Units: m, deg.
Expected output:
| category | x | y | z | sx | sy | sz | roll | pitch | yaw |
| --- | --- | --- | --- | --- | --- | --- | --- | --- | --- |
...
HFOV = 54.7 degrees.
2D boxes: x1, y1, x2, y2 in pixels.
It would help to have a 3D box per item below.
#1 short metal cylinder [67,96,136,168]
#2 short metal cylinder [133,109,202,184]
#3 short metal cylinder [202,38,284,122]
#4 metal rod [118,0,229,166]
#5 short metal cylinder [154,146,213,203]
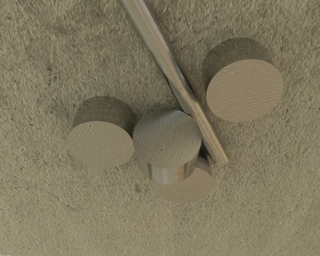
| category | x | y | z | sx | sy | sz | roll | pitch | yaw |
| --- | --- | --- | --- | --- | --- | --- | --- | --- | --- |
| short metal cylinder | -0.072 | 0.006 | 0.395 | 0.081 | 0.050 | 0.079 | 0 | 130 | 0 |
| short metal cylinder | 0.009 | 0.023 | 0.383 | 0.081 | 0.080 | 0.050 | -1 | 148 | 0 |
| short metal cylinder | 0.089 | -0.053 | 0.346 | 0.081 | 0.050 | 0.079 | 0 | 130 | 0 |
| metal rod | 0.020 | -0.056 | 0.359 | 0.025 | 0.025 | 0.299 | -21 | 127 | 17 |
| short metal cylinder | 0.033 | 0.063 | 0.445 | 0.081 | 0.050 | 0.079 | 0 | 130 | 0 |
